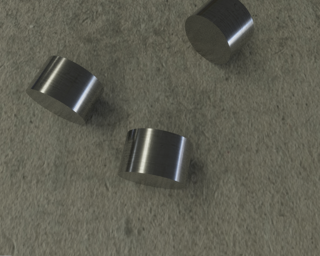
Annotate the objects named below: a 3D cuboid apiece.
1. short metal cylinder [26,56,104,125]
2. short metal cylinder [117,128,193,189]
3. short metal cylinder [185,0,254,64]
[{"bbox_3d":[-0.119,-0.046,0.395,0.080,0.080,0.050,24,72,8],"label":"short metal cylinder"},{"bbox_3d":[-0.005,0.038,0.365,0.080,0.080,0.050,10,70,3],"label":"short metal cylinder"},{"bbox_3d":[0.081,-0.136,0.430,0.080,0.080,0.050,42,75,13],"label":"short metal cylinder"}]
